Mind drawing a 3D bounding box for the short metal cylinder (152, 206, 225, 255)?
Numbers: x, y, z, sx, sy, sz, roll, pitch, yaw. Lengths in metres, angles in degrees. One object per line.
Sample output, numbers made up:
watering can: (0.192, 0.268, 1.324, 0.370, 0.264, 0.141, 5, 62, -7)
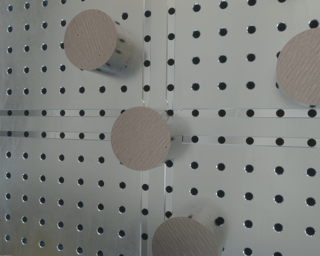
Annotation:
short metal cylinder: (0.036, 0.144, 0.386, 0.080, 0.050, 0.079, 0, 90, 20)

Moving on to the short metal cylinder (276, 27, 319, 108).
short metal cylinder: (0.170, -0.063, 0.339, 0.080, 0.050, 0.079, 0, 90, 20)

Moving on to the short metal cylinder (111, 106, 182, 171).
short metal cylinder: (-0.016, 0.013, 0.405, 0.080, 0.050, 0.079, 0, 90, 20)

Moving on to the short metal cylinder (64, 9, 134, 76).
short metal cylinder: (-0.084, -0.116, 0.429, 0.080, 0.050, 0.079, 0, 90, 20)
